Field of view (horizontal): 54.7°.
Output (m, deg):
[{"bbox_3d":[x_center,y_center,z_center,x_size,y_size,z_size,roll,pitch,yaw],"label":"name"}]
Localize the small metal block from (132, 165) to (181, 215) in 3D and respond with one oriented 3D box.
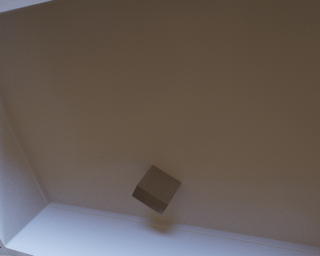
[{"bbox_3d":[-0.004,0.088,0.448,0.050,0.050,0.025,31,128,7],"label":"small metal block"}]
